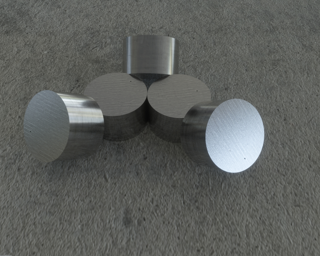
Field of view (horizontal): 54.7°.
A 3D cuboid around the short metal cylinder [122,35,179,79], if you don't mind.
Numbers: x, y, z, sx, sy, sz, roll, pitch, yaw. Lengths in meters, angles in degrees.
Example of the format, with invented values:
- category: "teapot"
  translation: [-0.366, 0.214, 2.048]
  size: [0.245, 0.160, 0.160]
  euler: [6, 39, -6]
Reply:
- category: "short metal cylinder"
  translation: [-0.013, -0.098, 0.444]
  size: [0.080, 0.080, 0.050]
  euler: [1, 93, 1]

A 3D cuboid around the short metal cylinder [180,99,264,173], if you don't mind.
- category: "short metal cylinder"
  translation: [0.071, 0.007, 0.355]
  size: [0.081, 0.080, 0.050]
  euler: [-30, 15, -23]

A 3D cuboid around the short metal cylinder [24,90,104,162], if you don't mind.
- category: "short metal cylinder"
  translation: [-0.112, -0.002, 0.362]
  size: [0.080, 0.080, 0.050]
  euler: [39, 20, 28]

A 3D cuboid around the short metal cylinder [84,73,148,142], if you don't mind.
- category: "short metal cylinder"
  translation: [-0.056, -0.029, 0.412]
  size: [0.080, 0.050, 0.080]
  euler: [0, 50, 0]

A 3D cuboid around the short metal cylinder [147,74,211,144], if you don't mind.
- category: "short metal cylinder"
  translation: [0.024, -0.026, 0.410]
  size: [0.080, 0.050, 0.080]
  euler: [0, 50, 0]
